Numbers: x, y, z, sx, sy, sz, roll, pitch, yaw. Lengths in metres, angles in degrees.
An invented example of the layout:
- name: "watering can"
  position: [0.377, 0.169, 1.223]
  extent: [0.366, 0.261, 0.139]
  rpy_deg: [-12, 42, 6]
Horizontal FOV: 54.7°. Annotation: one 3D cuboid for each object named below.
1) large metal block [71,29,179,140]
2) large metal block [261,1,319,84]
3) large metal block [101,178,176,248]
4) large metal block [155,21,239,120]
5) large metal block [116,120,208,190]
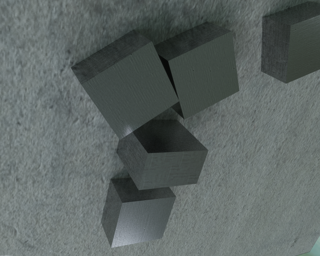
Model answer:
- name: "large metal block"
  position: [-0.037, -0.048, 0.342]
  extent: [0.080, 0.050, 0.080]
  rpy_deg: [-34, 129, -6]
- name: "large metal block"
  position: [0.188, -0.118, 0.423]
  extent: [0.081, 0.050, 0.080]
  rpy_deg: [-23, 127, -15]
- name: "large metal block"
  position: [-0.033, 0.118, 0.448]
  extent: [0.081, 0.050, 0.079]
  rpy_deg: [1, 118, -29]
- name: "large metal block"
  position: [0.043, -0.070, 0.373]
  extent: [0.080, 0.050, 0.080]
  rpy_deg: [-28, 128, -11]
- name: "large metal block"
  position: [0.000, 0.030, 0.391]
  extent: [0.081, 0.080, 0.050]
  rpy_deg: [0, 119, -29]
